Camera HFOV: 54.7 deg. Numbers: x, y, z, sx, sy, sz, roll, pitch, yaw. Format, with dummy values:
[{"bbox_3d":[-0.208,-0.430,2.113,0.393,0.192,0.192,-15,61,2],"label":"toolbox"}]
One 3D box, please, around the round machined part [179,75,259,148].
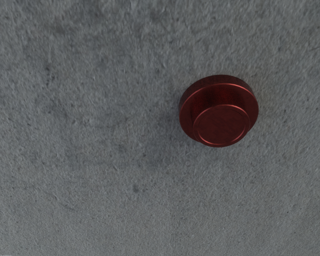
[{"bbox_3d":[0.074,-0.014,0.386,0.099,0.042,0.097,-1,130,0],"label":"round machined part"}]
